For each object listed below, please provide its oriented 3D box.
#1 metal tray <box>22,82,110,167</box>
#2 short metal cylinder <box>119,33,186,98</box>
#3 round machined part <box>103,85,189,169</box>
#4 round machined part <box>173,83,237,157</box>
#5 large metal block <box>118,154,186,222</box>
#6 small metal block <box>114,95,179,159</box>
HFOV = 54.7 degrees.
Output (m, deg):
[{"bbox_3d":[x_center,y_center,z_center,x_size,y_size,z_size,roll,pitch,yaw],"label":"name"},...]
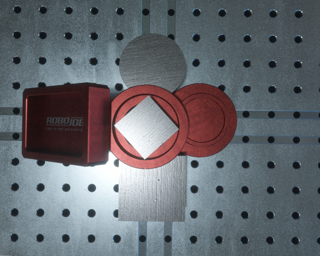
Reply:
[{"bbox_3d":[-0.117,-0.005,0.374,0.130,0.030,0.089,1,90,37],"label":"metal tray"},{"bbox_3d":[-0.009,-0.075,0.400,0.081,0.050,0.080,0,90,0],"label":"short metal cylinder"},{"bbox_3d":[-0.016,-0.001,0.376,0.099,0.042,0.097,0,90,0],"label":"round machined part"},{"bbox_3d":[0.052,-0.010,0.404,0.099,0.042,0.097,0,90,0],"label":"round machined part"},{"bbox_3d":[-0.009,0.073,0.398,0.081,0.050,0.080,1,90,0],"label":"large metal block"},{"bbox_3d":[-0.015,-0.001,0.351,0.050,0.025,0.050,-42,90,0],"label":"small metal block"}]
